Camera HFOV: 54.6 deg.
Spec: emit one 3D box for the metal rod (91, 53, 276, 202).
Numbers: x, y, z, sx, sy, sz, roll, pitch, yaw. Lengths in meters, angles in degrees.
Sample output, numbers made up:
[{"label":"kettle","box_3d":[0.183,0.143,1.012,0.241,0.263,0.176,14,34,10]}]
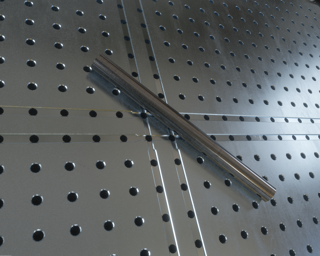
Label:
[{"label":"metal rod","box_3d":[0.034,0.001,0.424,0.300,0.025,0.025,38,51,-3]}]
